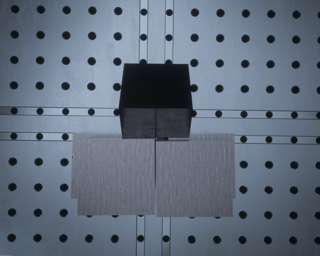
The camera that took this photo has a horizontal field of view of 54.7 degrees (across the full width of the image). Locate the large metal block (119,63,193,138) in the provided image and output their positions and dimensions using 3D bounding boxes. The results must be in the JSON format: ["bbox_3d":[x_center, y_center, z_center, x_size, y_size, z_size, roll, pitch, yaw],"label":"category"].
[{"bbox_3d":[-0.005,-0.035,0.380,0.081,0.050,0.080,0,48,-1],"label":"large metal block"}]

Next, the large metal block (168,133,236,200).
[{"bbox_3d":[0.051,0.047,0.401,0.081,0.050,0.079,-1,90,-1],"label":"large metal block"}]

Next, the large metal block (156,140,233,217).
[{"bbox_3d":[0.036,0.053,0.349,0.081,0.050,0.079,0,90,-1],"label":"large metal block"}]

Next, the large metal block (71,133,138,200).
[{"bbox_3d":[-0.067,0.047,0.401,0.081,0.050,0.079,2,90,-1],"label":"large metal block"}]

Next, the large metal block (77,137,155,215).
[{"bbox_3d":[-0.046,0.051,0.347,0.081,0.050,0.079,0,90,-1],"label":"large metal block"}]
